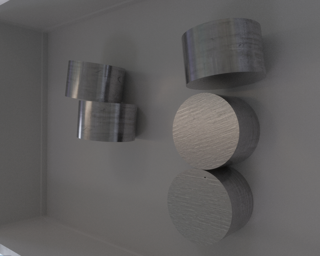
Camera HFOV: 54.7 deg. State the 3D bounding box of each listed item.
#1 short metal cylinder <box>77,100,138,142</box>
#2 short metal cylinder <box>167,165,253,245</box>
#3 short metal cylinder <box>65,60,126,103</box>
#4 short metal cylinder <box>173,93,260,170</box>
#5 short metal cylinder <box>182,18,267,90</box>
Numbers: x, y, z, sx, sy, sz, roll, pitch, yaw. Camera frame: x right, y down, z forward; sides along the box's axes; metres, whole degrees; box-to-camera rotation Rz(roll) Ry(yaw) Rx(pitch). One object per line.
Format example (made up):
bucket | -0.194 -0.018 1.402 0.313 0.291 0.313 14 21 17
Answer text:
short metal cylinder | -0.073 -0.011 0.432 0.080 0.081 0.050 8 96 40
short metal cylinder | 0.055 0.082 0.345 0.080 0.050 0.080 0 90 40
short metal cylinder | -0.093 -0.066 0.448 0.080 0.081 0.050 13 98 39
short metal cylinder | 0.061 0.003 0.340 0.080 0.050 0.080 0 90 40
short metal cylinder | 0.064 -0.072 0.318 0.080 0.081 0.050 -8 85 40
